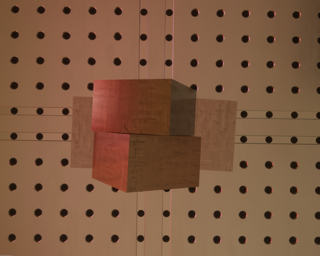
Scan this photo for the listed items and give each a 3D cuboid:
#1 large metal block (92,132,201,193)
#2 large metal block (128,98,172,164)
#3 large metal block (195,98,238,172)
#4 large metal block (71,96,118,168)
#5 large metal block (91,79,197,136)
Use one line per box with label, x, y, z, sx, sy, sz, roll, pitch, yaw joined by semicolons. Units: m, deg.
large metal block;-0.016;0.031;0.319;0.081;0.080;0.050;3;90;-34
large metal block;-0.006;0.005;0.399;0.081;0.050;0.079;3;90;-1
large metal block;0.059;0.008;0.386;0.050;0.080;0.079;4;90;0
large metal block;-0.073;0.005;0.385;0.050;0.080;0.079;2;90;0
large metal block;-0.013;-0.019;0.322;0.080;0.080;0.050;3;90;22
